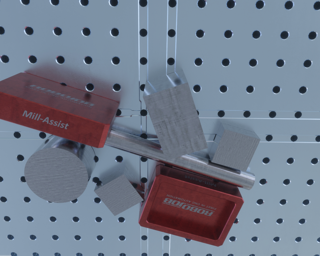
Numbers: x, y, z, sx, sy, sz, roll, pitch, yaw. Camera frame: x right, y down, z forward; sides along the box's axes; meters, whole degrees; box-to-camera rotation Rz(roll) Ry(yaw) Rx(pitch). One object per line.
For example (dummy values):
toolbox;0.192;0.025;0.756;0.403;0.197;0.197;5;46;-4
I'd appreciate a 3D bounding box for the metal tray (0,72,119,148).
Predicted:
metal tray;-0.120;-0.024;0.367;0.131;0.090;0.030;17;109;-7

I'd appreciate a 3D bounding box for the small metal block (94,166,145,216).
small metal block;-0.058;0.091;0.447;0.050;0.025;0.050;-31;107;10

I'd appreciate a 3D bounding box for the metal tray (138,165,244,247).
metal tray;0.044;0.115;0.453;0.131;0.030;0.089;17;109;-7

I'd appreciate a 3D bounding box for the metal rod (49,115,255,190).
metal rod;-0.013;0.030;0.424;0.302;0.025;0.025;18;109;-7

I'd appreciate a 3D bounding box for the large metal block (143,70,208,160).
large metal block;0.018;-0.019;0.378;0.050;0.080;0.080;-17;109;6

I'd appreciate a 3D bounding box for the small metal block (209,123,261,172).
small metal block;0.101;0.026;0.424;0.050;0.025;0.050;16;109;-6

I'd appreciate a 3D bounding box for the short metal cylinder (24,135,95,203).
short metal cylinder;-0.132;0.053;0.417;0.081;0.050;0.079;0;110;0
